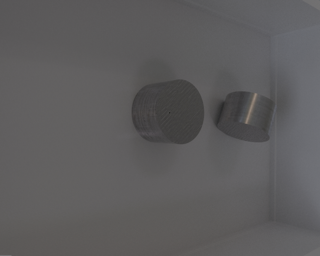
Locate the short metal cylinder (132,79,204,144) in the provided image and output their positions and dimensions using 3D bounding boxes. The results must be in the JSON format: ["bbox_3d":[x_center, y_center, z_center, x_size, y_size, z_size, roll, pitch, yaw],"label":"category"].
[{"bbox_3d":[0.011,-0.020,0.399,0.081,0.050,0.080,0,90,-40],"label":"short metal cylinder"}]

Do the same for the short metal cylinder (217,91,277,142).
[{"bbox_3d":[0.136,-0.016,0.484,0.080,0.080,0.050,31,71,-36],"label":"short metal cylinder"}]
